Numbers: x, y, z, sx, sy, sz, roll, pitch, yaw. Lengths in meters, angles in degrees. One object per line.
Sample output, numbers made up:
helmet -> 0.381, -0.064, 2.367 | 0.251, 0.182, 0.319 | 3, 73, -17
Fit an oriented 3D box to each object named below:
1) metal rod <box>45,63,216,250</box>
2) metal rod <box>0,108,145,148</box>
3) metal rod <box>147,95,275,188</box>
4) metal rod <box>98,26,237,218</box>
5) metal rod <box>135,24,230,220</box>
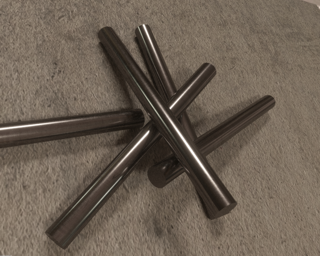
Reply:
metal rod -> -0.013, 0.010, 0.369 | 0.025, 0.025, 0.301 | 42, 57, 0
metal rod -> -0.152, 0.007, 0.317 | 0.303, 0.025, 0.025 | -9, 66, -32
metal rod -> 0.092, 0.003, 0.429 | 0.302, 0.025, 0.025 | -27, 77, -45
metal rod -> -0.008, -0.029, 0.368 | 0.025, 0.025, 0.300 | -10, 51, -33
metal rod -> 0.023, -0.022, 0.431 | 0.025, 0.025, 0.299 | -8, 66, -32
